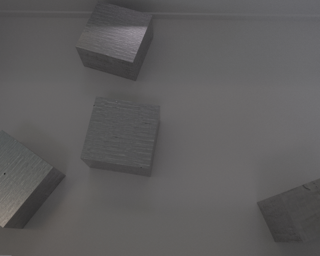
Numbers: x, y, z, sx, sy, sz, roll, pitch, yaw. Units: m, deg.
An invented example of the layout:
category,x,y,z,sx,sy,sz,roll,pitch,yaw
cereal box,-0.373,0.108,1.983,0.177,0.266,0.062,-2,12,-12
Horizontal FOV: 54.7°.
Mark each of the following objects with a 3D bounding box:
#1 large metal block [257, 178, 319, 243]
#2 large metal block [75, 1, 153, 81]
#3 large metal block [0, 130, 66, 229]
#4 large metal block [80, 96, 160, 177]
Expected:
category,x,y,z,sx,sy,sz,roll,pitch,yaw
large metal block,0.168,0.089,0.349,0.080,0.080,0.050,-19,71,-7
large metal block,-0.061,-0.123,0.441,0.080,0.050,0.080,17,71,6
large metal block,-0.177,0.062,0.372,0.080,0.050,0.080,33,73,11
large metal block,-0.046,0.012,0.391,0.080,0.050,0.080,9,70,3
